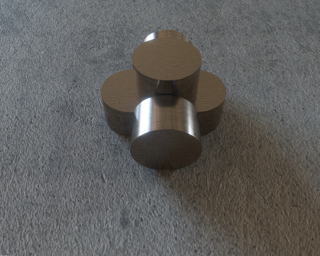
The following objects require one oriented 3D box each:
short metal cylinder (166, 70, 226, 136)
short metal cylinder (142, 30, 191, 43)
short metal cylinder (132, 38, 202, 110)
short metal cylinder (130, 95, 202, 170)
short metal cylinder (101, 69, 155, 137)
[{"bbox_3d":[0.045,-0.034,0.418,0.081,0.050,0.080,0,50,0],"label":"short metal cylinder"},{"bbox_3d":[0.010,-0.093,0.448,0.081,0.080,0.050,0,50,-1],"label":"short metal cylinder"},{"bbox_3d":[0.008,-0.066,0.378,0.081,0.050,0.080,0,50,0],"label":"short metal cylinder"},{"bbox_3d":[0.007,0.007,0.363,0.081,0.080,0.050,0,50,0],"label":"short metal cylinder"},{"bbox_3d":[-0.035,-0.034,0.416,0.081,0.050,0.080,0,50,0],"label":"short metal cylinder"}]
